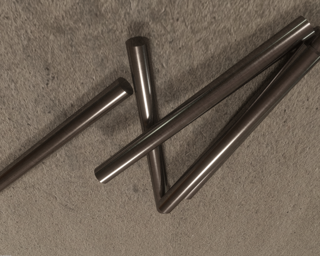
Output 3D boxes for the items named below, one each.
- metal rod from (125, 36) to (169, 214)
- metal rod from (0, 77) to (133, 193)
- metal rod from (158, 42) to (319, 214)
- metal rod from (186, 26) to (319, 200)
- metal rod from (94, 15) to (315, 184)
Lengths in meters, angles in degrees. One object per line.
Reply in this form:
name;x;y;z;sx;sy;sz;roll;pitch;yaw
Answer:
metal rod;-0.009;0.021;0.424;0.025;0.025;0.298;-5;130;3
metal rod;-0.155;0.025;0.425;0.299;0.025;0.025;-33;123;24
metal rod;0.081;0.021;0.395;0.025;0.025;0.298;23;126;-19
metal rod;0.108;0.002;0.410;0.025;0.025;0.298;21;127;-17
metal rod;0.037;-0.022;0.365;0.300;0.025;0.025;-36;122;18
